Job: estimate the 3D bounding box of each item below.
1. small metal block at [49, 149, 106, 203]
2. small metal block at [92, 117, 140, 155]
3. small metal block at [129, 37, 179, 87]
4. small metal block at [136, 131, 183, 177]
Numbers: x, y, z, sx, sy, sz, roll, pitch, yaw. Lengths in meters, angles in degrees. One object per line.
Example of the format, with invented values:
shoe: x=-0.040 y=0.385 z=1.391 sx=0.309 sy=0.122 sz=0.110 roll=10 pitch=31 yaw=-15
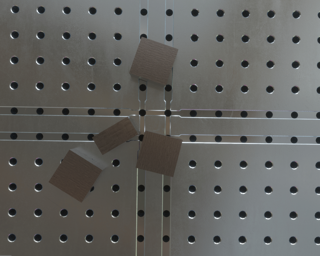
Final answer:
small metal block: x=-0.109 y=0.062 z=0.412 sx=0.050 sy=0.025 sz=0.050 roll=33 pitch=90 yaw=-1
small metal block: x=-0.055 y=0.009 z=0.400 sx=0.050 sy=0.050 sz=0.025 roll=-31 pitch=90 yaw=0
small metal block: x=-0.008 y=-0.087 z=0.413 sx=0.050 sy=0.025 sz=0.050 roll=19 pitch=90 yaw=-1
small metal block: x=-0.001 y=0.033 z=0.413 sx=0.050 sy=0.025 sz=0.050 roll=14 pitch=90 yaw=-1
